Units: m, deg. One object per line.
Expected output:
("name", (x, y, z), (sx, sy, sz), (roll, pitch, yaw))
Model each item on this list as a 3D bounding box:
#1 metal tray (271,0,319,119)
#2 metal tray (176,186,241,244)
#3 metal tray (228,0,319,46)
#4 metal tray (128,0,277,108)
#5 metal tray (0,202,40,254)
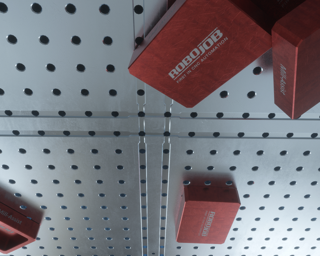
("metal tray", (0.156, -0.072, 0.301), (0.090, 0.030, 0.130), (-36, 146, 0))
("metal tray", (0.079, 0.156, 0.542), (0.091, 0.030, 0.129), (4, 130, -4))
("metal tray", (0.138, -0.147, 0.285), (0.090, 0.030, 0.129), (26, 125, -21))
("metal tray", (0.038, -0.081, 0.318), (0.090, 0.030, 0.129), (29, 139, -22))
("metal tray", (-0.296, 0.173, 0.550), (0.090, 0.030, 0.130), (-29, 125, 22))
